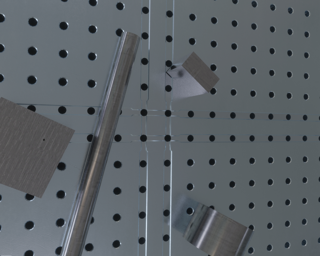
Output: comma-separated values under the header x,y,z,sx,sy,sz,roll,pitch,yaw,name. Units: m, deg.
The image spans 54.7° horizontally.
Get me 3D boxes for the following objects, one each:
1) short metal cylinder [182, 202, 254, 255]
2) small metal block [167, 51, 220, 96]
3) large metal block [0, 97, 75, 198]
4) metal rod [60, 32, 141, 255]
x,y,z,sx,sy,sz,roll,pitch,yaw,name
0.077,0.141,0.412,0.080,0.080,0.050,31,80,-18,short metal cylinder
0.044,-0.071,0.416,0.050,0.050,0.025,43,77,-15,small metal block
-0.152,0.021,0.344,0.080,0.050,0.080,27,81,-18,large metal block
-0.074,0.026,0.385,0.025,0.025,0.299,16,85,-20,metal rod
